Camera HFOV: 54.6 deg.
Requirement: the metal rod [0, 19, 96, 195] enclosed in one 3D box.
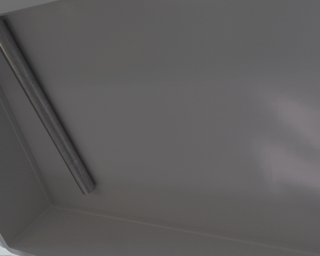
[{"bbox_3d":[-0.179,-0.021,0.491,0.025,0.025,0.299,-10,114,32],"label":"metal rod"}]
